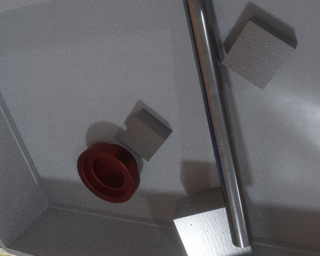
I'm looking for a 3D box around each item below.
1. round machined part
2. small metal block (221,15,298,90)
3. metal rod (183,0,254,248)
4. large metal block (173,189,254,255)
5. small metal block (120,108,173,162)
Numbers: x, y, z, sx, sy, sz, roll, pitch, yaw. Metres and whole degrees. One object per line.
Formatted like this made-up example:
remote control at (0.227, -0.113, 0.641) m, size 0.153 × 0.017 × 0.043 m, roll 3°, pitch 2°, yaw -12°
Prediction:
round machined part at (-0.074, 0.064, 0.474) m, size 0.098 × 0.042 × 0.097 m, roll 13°, pitch 124°, yaw 20°
small metal block at (0.099, -0.075, 0.310) m, size 0.050 × 0.025 × 0.050 m, roll 34°, pitch 129°, yaw 5°
metal rod at (0.065, -0.006, 0.336) m, size 0.025 × 0.025 × 0.298 m, roll -6°, pitch 105°, yaw 30°
large metal block at (0.072, 0.133, 0.415) m, size 0.080 × 0.050 × 0.080 m, roll -18°, pitch 104°, yaw 14°
small metal block at (-0.019, 0.010, 0.424) m, size 0.050 × 0.025 × 0.050 m, roll 39°, pitch 129°, yaw 1°
